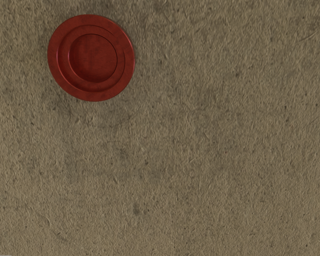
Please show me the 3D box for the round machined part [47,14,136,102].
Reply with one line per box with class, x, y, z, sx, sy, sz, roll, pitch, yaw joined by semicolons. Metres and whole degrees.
round machined part;-0.078;-0.084;0.369;0.099;0.042;0.097;0;110;0
